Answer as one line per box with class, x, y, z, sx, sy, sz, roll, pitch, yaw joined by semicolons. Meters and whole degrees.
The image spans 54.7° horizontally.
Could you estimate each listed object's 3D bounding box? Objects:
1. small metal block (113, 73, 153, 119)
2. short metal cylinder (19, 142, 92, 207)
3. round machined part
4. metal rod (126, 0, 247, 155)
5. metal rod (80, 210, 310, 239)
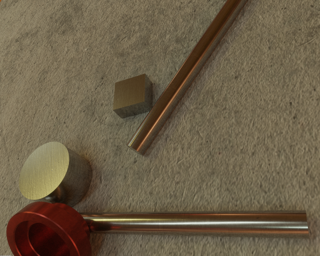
small metal block;-0.039;-0.046;0.451;0.050;0.025;0.050;-13;56;20
short metal cylinder;-0.140;0.065;0.419;0.080;0.050;0.080;-13;56;20
round machined part;-0.121;0.126;0.355;0.098;0.097;0.042;-8;17;24
metal rod;0.049;-0.093;0.433;0.025;0.025;0.300;25;75;36
metal rod;-0.003;0.105;0.340;0.301;0.025;0.025;-7;59;24
